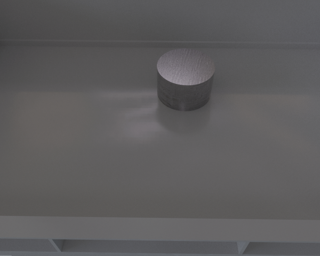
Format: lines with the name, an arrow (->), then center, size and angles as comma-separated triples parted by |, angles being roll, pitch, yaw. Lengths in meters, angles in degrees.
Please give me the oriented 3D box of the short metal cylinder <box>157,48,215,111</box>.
short metal cylinder -> 0.036, -0.070, 0.448 | 0.080, 0.050, 0.080 | 0, 50, 0
